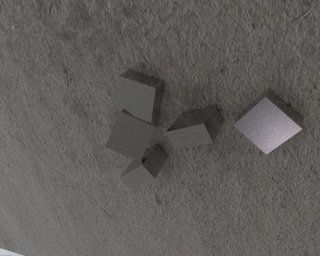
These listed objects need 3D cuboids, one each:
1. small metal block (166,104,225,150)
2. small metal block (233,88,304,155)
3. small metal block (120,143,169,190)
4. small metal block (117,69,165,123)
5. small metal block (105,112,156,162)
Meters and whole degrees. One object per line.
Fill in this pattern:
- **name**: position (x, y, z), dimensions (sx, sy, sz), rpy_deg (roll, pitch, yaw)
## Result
- **small metal block**: position (0.043, -0.001, 0.367), dimensions (0.050, 0.050, 0.025), rpy_deg (-14, 111, 34)
- **small metal block**: position (0.119, -0.007, 0.340), dimensions (0.050, 0.025, 0.050), rpy_deg (41, 129, -1)
- **small metal block**: position (-0.021, 0.054, 0.435), dimensions (0.050, 0.050, 0.025), rpy_deg (-32, 104, 38)
- **small metal block**: position (-0.025, -0.041, 0.395), dimensions (0.050, 0.025, 0.050), rpy_deg (20, 126, 16)
- **small metal block**: position (-0.038, 0.011, 0.412), dimensions (0.050, 0.025, 0.050), rpy_deg (24, 92, -1)
